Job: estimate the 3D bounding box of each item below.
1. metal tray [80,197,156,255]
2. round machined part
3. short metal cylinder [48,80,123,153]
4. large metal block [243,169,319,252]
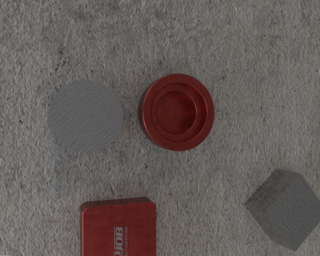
[{"bbox_3d":[-0.052,0.157,0.388,0.091,0.030,0.129,0,90,-20],"label":"metal tray"},{"bbox_3d":[0.018,-0.020,0.407,0.099,0.042,0.097,0,90,-20],"label":"round machined part"},{"bbox_3d":[-0.089,-0.013,0.363,0.081,0.050,0.080,0,90,-20],"label":"short metal cylinder"},{"bbox_3d":[0.189,0.121,0.466,0.080,0.050,0.080,-42,103,-15],"label":"large metal block"}]
